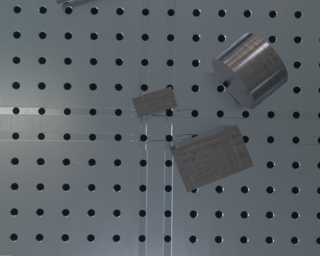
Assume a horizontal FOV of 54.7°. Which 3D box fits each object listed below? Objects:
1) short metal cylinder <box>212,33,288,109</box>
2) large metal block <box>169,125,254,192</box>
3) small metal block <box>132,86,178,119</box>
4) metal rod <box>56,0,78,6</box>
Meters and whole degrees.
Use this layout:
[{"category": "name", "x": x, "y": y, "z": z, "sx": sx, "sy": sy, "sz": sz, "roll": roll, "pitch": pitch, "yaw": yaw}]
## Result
[{"category": "short metal cylinder", "x": 0.110, "y": -0.070, "z": 0.387, "sx": 0.050, "sy": 0.080, "sz": 0.080, "roll": -39, "pitch": 90, "yaw": 0}, {"category": "large metal block", "x": 0.059, "y": 0.034, "z": 0.386, "sx": 0.080, "sy": 0.080, "sz": 0.050, "roll": -22, "pitch": 90, "yaw": 0}, {"category": "small metal block", "x": -0.006, "y": -0.031, "z": 0.401, "sx": 0.050, "sy": 0.050, "sz": 0.025, "roll": -18, "pitch": 90, "yaw": 0}, {"category": "metal rod", "x": 0.004, "y": -0.224, "z": 0.413, "sx": 0.302, "sy": 0.025, "sz": 0.025, "roll": -19, "pitch": 90, "yaw": 0}]
